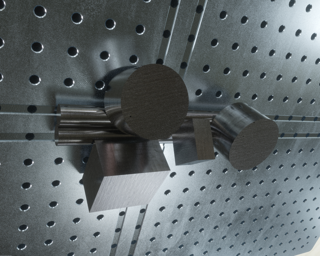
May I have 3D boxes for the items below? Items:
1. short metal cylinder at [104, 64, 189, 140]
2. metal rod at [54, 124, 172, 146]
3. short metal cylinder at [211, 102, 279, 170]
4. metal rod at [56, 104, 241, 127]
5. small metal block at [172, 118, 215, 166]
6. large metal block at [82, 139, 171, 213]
[{"bbox_3d":[-0.015,-0.029,0.346,0.081,0.050,0.079,-3,96,-29],"label":"short metal cylinder"},{"bbox_3d":[0.016,0.009,0.421,0.303,0.025,0.025,0,118,-29],"label":"metal rod"},{"bbox_3d":[0.114,0.011,0.428,0.081,0.050,0.079,-14,124,-21],"label":"short metal cylinder"},{"bbox_3d":[0.022,-0.013,0.411,0.303,0.025,0.025,0,118,-29],"label":"metal rod"},{"bbox_3d":[0.040,0.019,0.388,0.025,0.050,0.050,1,76,-29],"label":"small metal block"},{"bbox_3d":[-0.045,0.058,0.384,0.081,0.050,0.079,-1,139,-28],"label":"large metal block"}]
